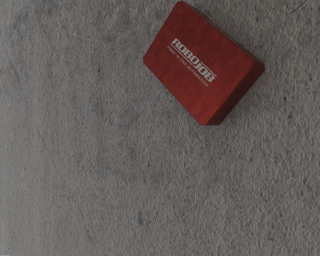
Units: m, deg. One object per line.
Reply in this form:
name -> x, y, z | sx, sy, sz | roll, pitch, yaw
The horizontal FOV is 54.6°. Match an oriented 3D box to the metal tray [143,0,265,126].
metal tray -> 0.045, -0.076, 0.366 | 0.130, 0.030, 0.090 | 51, 120, 28
